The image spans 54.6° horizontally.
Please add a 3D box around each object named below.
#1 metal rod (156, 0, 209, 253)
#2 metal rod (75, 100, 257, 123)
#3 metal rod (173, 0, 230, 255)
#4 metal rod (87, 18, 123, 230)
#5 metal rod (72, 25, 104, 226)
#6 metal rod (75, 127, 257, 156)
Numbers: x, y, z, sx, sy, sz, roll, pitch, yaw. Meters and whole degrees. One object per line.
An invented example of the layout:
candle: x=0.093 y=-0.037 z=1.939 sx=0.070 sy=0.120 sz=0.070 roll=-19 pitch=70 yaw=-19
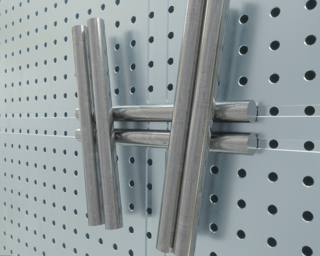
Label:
metal rod: x=0.025 y=-0.003 z=0.358 sx=0.025 sy=0.025 sz=0.298 roll=12 pitch=98 yaw=39
metal rod: x=-0.017 y=-0.021 z=0.425 sx=0.300 sy=0.025 sz=0.025 roll=1 pitch=91 yaw=40
metal rod: x=0.045 y=-0.004 z=0.341 sx=0.025 sy=0.025 sz=0.298 roll=12 pitch=98 yaw=39
metal rod: x=-0.079 y=-0.009 z=0.444 sx=0.025 sy=0.025 sz=0.299 roll=-10 pitch=84 yaw=39
metal rod: x=-0.108 y=-0.007 z=0.468 sx=0.025 sy=0.025 sz=0.299 roll=-10 pitch=83 yaw=39
metal rod: x=-0.017 y=0.014 z=0.425 sx=0.300 sy=0.025 sz=0.025 roll=1 pitch=91 yaw=40
